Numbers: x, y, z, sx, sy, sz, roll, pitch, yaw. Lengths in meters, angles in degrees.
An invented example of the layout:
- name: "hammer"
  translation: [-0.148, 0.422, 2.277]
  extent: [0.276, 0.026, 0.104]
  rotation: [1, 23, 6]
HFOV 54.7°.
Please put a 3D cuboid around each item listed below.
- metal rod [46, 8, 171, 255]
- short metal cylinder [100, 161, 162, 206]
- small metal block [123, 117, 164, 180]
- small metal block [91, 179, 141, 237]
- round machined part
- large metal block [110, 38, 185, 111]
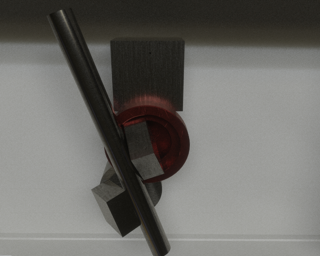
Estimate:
- name: "metal rod"
  translation: [-0.047, 0.022, 0.343]
  extent: [0.025, 0.025, 0.298]
  rotation: [-18, 109, 6]
- name: "short metal cylinder"
  translation: [-0.038, 0.071, 0.423]
  extent: [0.081, 0.050, 0.079]
  rotation: [0, 110, -1]
- name: "small metal block"
  translation: [-0.018, 0.024, 0.354]
  extent: [0.025, 0.050, 0.050]
  rotation: [-19, 144, 3]
- name: "small metal block"
  translation: [-0.054, 0.096, 0.375]
  extent: [0.025, 0.050, 0.050]
  rotation: [-29, 111, -25]
- name: "round machined part"
  translation: [-0.015, 0.014, 0.374]
  extent: [0.099, 0.042, 0.097]
  rotation: [0, 110, -1]
- name: "large metal block"
  translation: [-0.014, -0.065, 0.371]
  extent: [0.081, 0.050, 0.079]
  rotation: [0, 110, -1]
